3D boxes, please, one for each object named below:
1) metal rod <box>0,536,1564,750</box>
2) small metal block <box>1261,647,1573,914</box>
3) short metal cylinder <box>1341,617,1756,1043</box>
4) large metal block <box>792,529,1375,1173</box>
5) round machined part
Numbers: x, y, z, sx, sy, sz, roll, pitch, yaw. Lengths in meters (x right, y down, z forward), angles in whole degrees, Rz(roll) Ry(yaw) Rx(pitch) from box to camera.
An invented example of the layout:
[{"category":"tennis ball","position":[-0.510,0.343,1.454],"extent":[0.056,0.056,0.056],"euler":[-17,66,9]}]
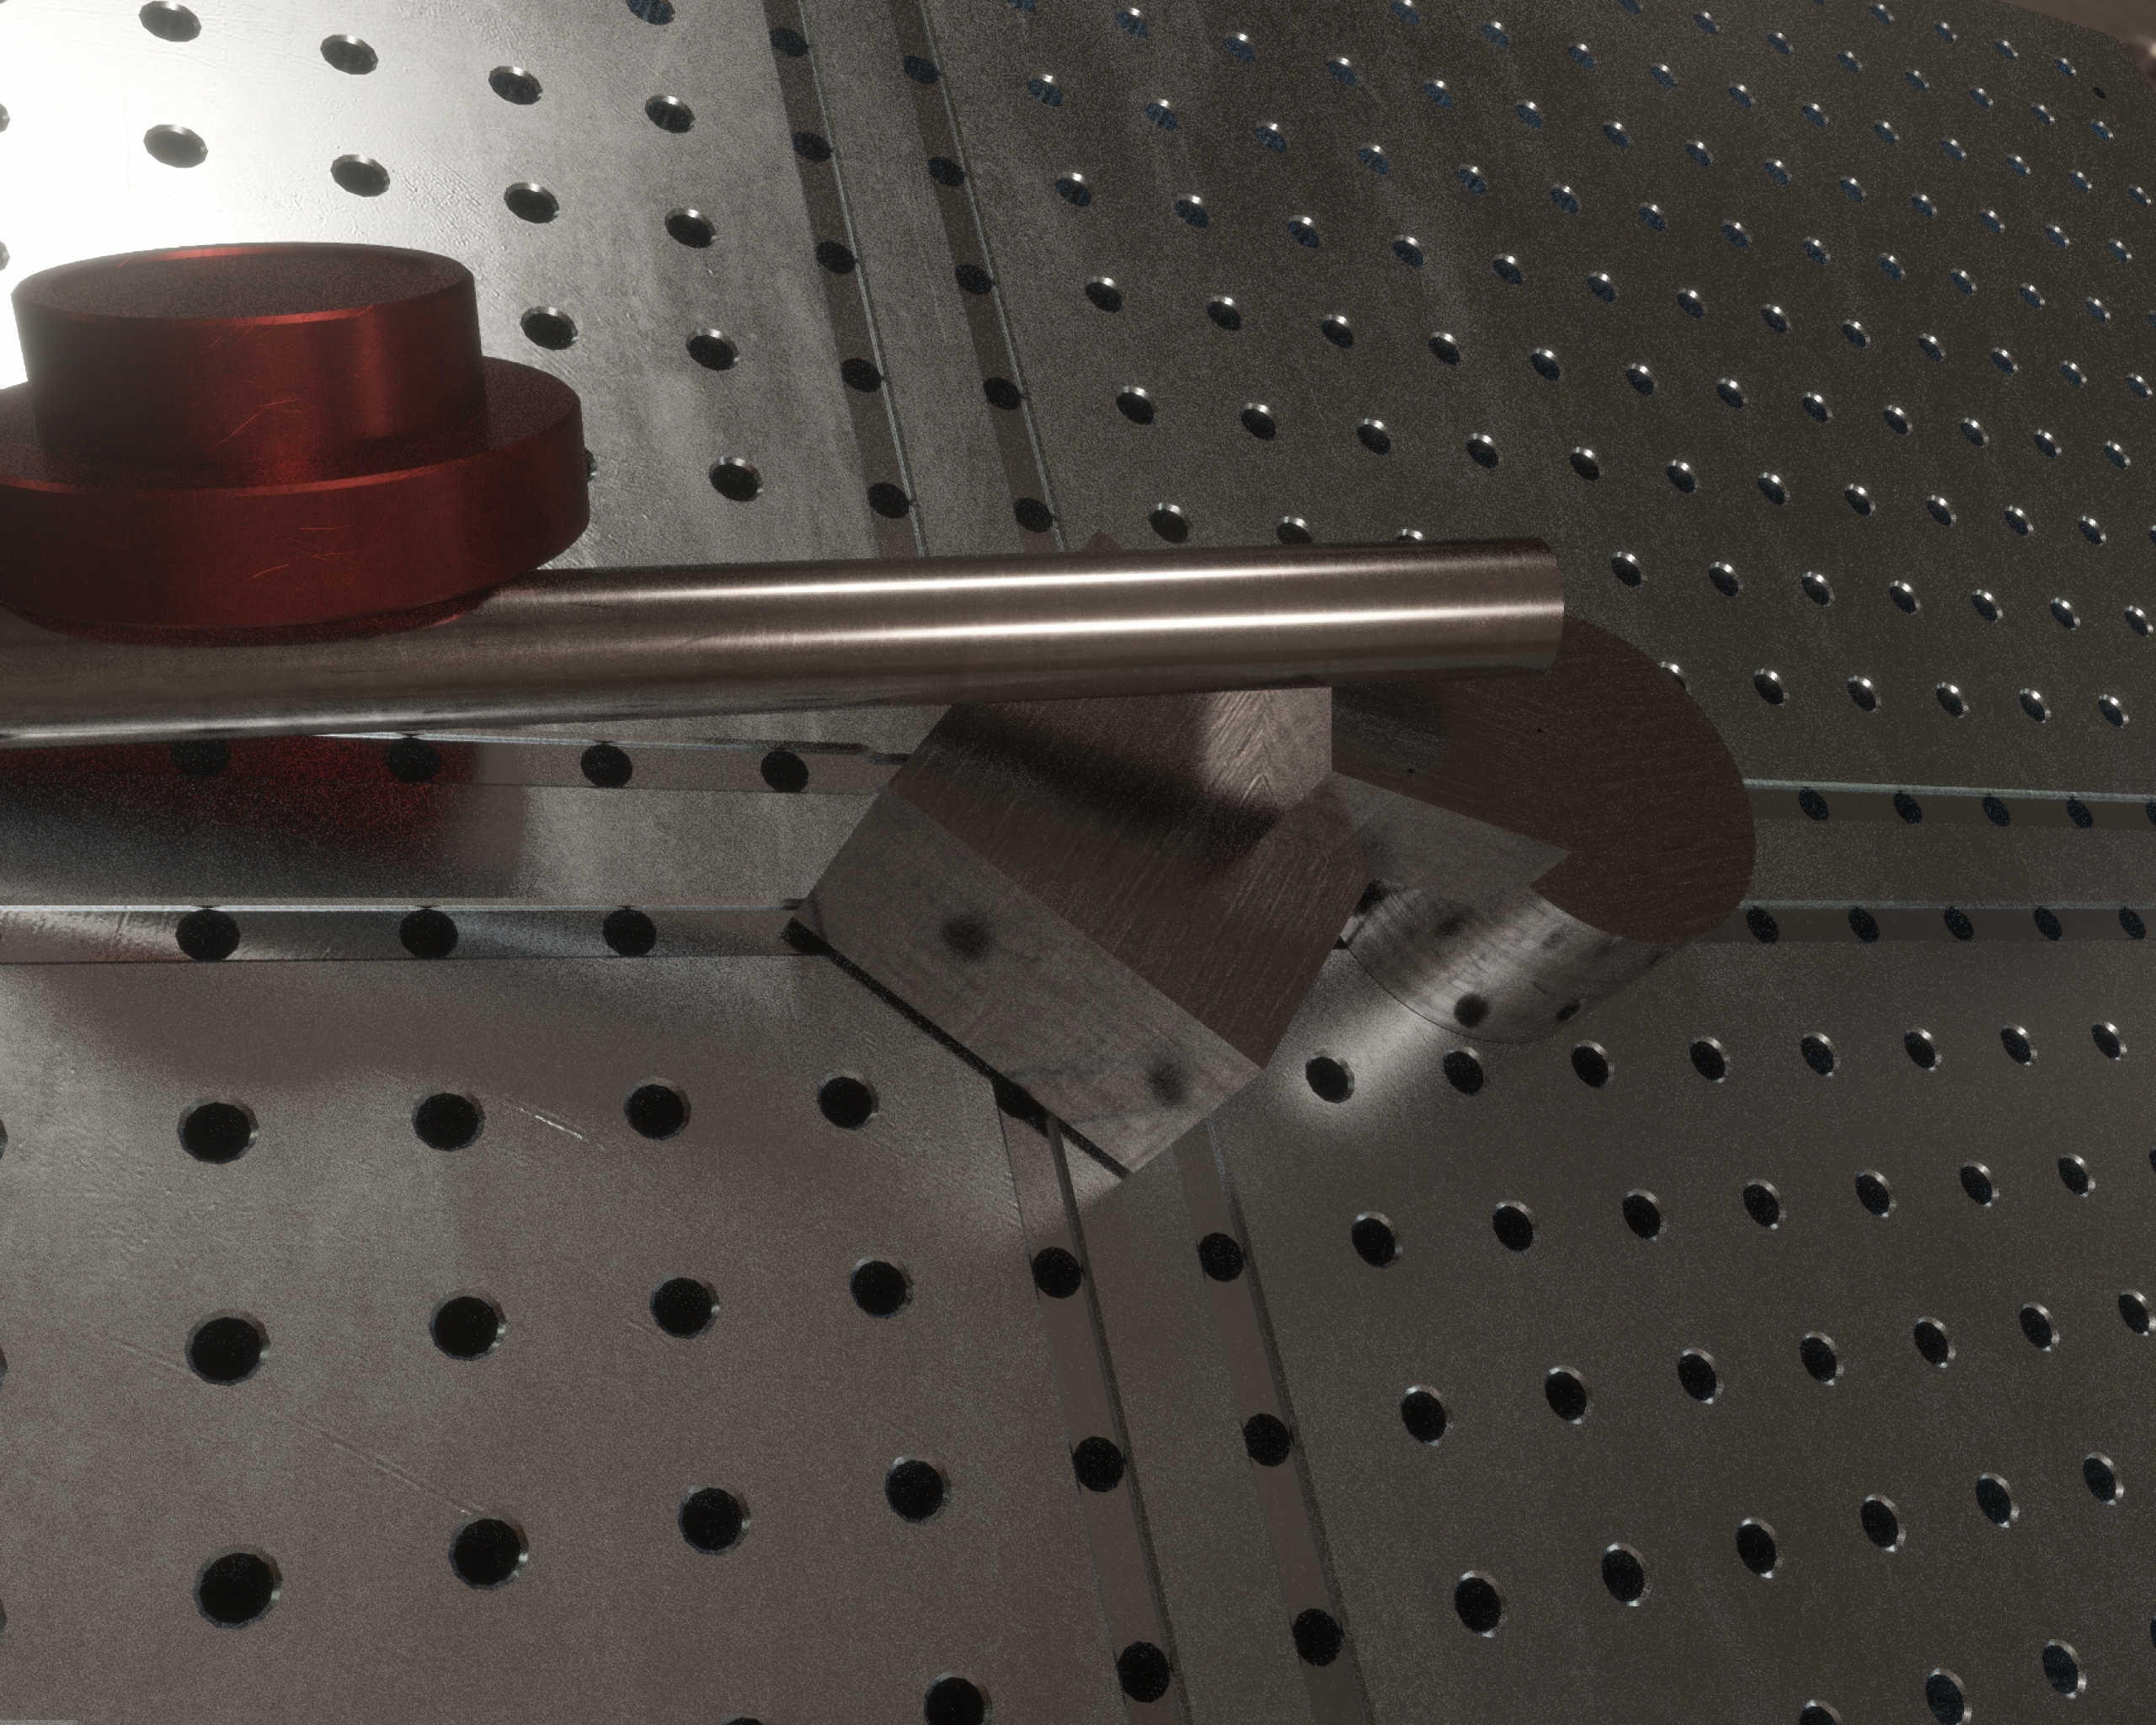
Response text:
[{"category":"metal rod","position":[-0.067,-0.036,0.339],"extent":[0.302,0.025,0.025],"euler":[-4,62,-11]},{"category":"small metal block","position":[0.063,-0.024,0.391],"extent":[0.050,0.025,0.050],"euler":[17,55,-19]},{"category":"short metal cylinder","position":[0.097,-0.008,0.451],"extent":[0.081,0.050,0.080],"euler":[14,56,-21]},{"category":"large metal block","position":[0.007,-0.003,0.396],"extent":[0.080,0.050,0.080],"euler":[38,51,-3]},{"category":"round machined part","position":[-0.131,-0.074,0.338],"extent":[0.099,0.042,0.098],"euler":[1,26,0]}]
